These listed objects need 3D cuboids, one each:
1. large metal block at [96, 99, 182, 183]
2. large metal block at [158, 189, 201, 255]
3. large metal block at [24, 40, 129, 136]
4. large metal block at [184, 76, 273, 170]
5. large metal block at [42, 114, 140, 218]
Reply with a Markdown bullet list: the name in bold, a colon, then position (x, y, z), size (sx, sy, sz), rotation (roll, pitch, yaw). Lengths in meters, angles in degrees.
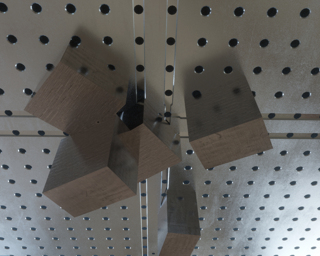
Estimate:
- **large metal block**: position (-0.028, 0.021, 0.413), size (0.080, 0.050, 0.080), rotation (-30, 125, 22)
- **large metal block**: position (0.028, 0.161, 0.513), size (0.050, 0.080, 0.079), rotation (8, 130, -7)
- **large metal block**: position (-0.095, -0.039, 0.360), size (0.080, 0.050, 0.080), rotation (33, 122, -25)
- **large metal block**: position (0.079, -0.007, 0.371), size (0.080, 0.080, 0.050), rotation (-20, 127, 16)
- **large metal block**: position (-0.072, 0.041, 0.344), size (0.080, 0.080, 0.050), rotation (-23, 127, 18)
